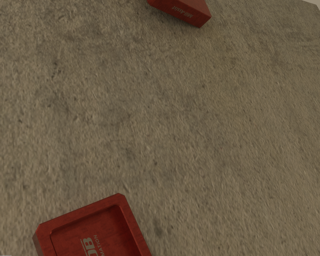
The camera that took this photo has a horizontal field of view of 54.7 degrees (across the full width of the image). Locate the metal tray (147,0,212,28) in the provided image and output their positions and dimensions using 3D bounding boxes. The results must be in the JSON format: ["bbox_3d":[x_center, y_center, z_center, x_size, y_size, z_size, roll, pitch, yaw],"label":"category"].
[{"bbox_3d":[0.026,-0.235,0.539,0.131,0.030,0.090,6,58,-43],"label":"metal tray"}]

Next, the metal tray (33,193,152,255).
[{"bbox_3d":[-0.052,0.138,0.289,0.091,0.030,0.130,-16,70,-35],"label":"metal tray"}]
